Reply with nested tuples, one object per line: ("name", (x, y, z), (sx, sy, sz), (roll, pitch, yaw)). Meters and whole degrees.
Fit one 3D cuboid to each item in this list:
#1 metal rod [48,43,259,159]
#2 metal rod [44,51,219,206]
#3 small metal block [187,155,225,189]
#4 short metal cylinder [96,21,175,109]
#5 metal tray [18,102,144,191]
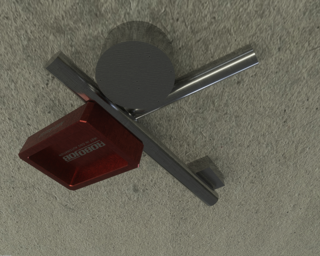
("metal rod", (-0.027, -0.025, 0.387), (0.300, 0.025, 0.025), (-23, 127, 18))
("metal rod", (-0.016, 0.019, 0.392), (0.025, 0.025, 0.300), (-32, 124, 24))
("small metal block", (0.063, 0.074, 0.472), (0.050, 0.025, 0.050), (-27, 126, 20))
("short metal cylinder", (-0.025, -0.067, 0.334), (0.081, 0.050, 0.079), (0, 130, 0))
("metal tray", (-0.097, 0.029, 0.378), (0.130, 0.030, 0.090), (-24, 127, 33))
